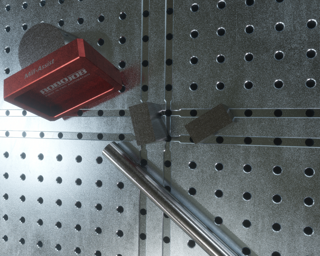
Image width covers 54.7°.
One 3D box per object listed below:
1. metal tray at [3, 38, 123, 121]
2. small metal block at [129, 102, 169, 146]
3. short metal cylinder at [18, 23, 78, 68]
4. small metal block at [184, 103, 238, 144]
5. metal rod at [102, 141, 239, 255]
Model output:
[{"bbox_3d":[-0.129,-0.059,0.419,0.130,0.090,0.030,-23,63,18],"label":"metal tray"},{"bbox_3d":[-0.014,-0.005,0.403,0.025,0.050,0.050,-15,85,19],"label":"small metal block"},{"bbox_3d":[-0.156,-0.106,0.453,0.080,0.050,0.079,0,90,19],"label":"short metal cylinder"},{"bbox_3d":[0.063,-0.005,0.377,0.050,0.050,0.025,-32,80,17],"label":"small metal block"},{"bbox_3d":[0.038,0.122,0.398,0.300,0.025,0.025,40,103,15],"label":"metal rod"}]
